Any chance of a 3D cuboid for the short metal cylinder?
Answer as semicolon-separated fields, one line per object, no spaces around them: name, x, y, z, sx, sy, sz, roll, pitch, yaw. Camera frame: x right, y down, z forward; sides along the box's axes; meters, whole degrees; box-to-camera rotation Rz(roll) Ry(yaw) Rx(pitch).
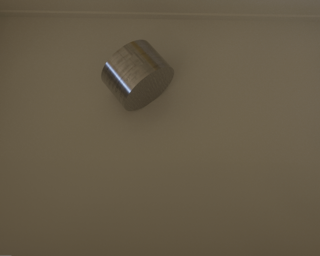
short metal cylinder;-0.029;-0.067;0.405;0.080;0.080;0.050;-36;74;-12
